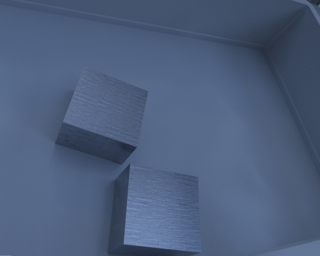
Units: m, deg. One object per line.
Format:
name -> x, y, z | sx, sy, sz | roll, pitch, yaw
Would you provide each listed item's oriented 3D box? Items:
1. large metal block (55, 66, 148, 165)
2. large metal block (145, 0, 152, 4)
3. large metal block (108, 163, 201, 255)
large metal block -> -0.066, -0.014, 0.362 | 0.080, 0.050, 0.080 | 20, 54, -16
large metal block -> -0.023, -0.281, 0.551 | 0.080, 0.050, 0.080 | 37, 51, -3
large metal block -> -0.005, 0.091, 0.331 | 0.081, 0.050, 0.080 | 15, 56, -20
